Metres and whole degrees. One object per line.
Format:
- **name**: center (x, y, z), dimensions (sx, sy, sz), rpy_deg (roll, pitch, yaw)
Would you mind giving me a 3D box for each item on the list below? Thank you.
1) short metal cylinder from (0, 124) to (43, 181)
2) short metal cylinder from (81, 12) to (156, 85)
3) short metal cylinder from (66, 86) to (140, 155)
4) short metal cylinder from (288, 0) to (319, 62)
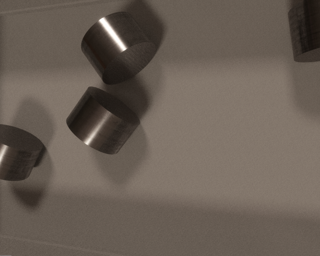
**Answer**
- **short metal cylinder**: center (-0.223, 0.035, 0.458), dimensions (0.080, 0.080, 0.050), rpy_deg (31, 100, 17)
- **short metal cylinder**: center (-0.053, -0.101, 0.399), dimensions (0.080, 0.080, 0.050), rpy_deg (-39, 78, 16)
- **short metal cylinder**: center (-0.073, -0.010, 0.406), dimensions (0.080, 0.080, 0.050), rpy_deg (41, 103, 15)
- **short metal cylinder**: center (0.178, -0.103, 0.319), dimensions (0.080, 0.080, 0.050), rpy_deg (-7, 88, 19)
